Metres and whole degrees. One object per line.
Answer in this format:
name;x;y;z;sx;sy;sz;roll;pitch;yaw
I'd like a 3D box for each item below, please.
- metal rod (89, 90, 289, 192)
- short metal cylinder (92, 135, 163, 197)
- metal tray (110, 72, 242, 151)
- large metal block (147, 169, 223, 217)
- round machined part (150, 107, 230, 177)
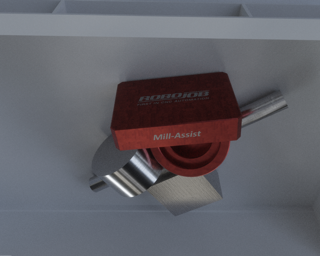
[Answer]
metal rod;0.025;0.026;0.430;0.300;0.025;0.025;-26;126;20
short metal cylinder;-0.042;0.043;0.407;0.080;0.080;0.050;-27;125;20
metal tray;0.016;-0.021;0.345;0.131;0.090;0.030;-5;130;3
large metal block;0.035;0.077;0.455;0.080;0.050;0.080;-26;126;20
round machined part;0.038;0.008;0.385;0.098;0.042;0.097;4;106;14
